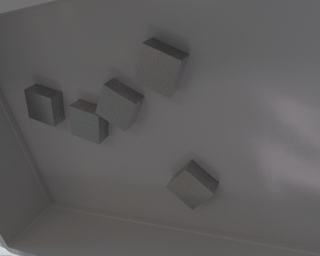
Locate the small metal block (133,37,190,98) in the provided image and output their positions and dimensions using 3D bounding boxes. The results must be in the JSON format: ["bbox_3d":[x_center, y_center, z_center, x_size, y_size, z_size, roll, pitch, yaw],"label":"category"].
[{"bbox_3d":[0.001,-0.071,0.364,0.050,0.025,0.050,27,128,11],"label":"small metal block"}]

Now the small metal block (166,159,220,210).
[{"bbox_3d":[0.045,0.080,0.434,0.050,0.025,0.050,41,129,0],"label":"small metal block"}]

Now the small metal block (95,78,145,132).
[{"bbox_3d":[-0.055,-0.031,0.418,0.050,0.025,0.050,31,129,8],"label":"small metal block"}]

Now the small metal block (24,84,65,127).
[{"bbox_3d":[-0.178,-0.036,0.481,0.050,0.025,0.050,18,125,18],"label":"small metal block"}]

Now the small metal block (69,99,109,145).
[{"bbox_3d":[-0.105,-0.010,0.458,0.050,0.025,0.050,18,126,17],"label":"small metal block"}]
